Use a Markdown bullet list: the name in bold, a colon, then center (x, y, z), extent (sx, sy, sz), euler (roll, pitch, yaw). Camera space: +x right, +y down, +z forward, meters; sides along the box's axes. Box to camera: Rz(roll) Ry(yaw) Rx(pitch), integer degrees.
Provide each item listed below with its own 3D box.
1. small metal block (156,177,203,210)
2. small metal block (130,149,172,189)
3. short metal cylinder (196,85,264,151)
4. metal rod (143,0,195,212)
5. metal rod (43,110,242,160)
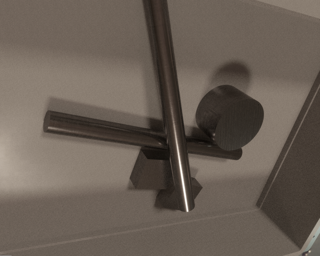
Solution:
- **small metal block**: center (0.031, 0.102, 0.491), extent (0.050, 0.025, 0.050), euler (21, 107, -37)
- **small metal block**: center (-0.009, 0.060, 0.442), extent (0.050, 0.025, 0.050), euler (7, 115, -32)
- **short metal cylinder**: center (0.098, -0.015, 0.439), extent (0.081, 0.050, 0.079), euler (-14, 125, -21)
- **metal rod**: center (0.015, -0.017, 0.383), extent (0.025, 0.025, 0.298), euler (-19, 119, -18)
- **metal rod**: center (0.000, 0.016, 0.420), extent (0.302, 0.025, 0.025), euler (11, 113, -33)
